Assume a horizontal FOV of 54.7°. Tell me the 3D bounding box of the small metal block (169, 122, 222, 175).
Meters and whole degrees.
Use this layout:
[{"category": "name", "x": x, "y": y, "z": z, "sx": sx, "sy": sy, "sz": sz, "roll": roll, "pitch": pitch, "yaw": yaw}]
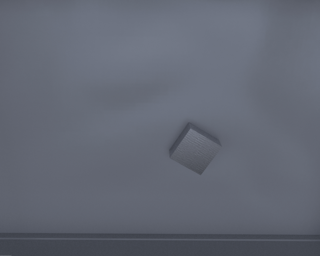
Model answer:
[{"category": "small metal block", "x": 0.048, "y": 0.028, "z": 0.422, "sx": 0.050, "sy": 0.025, "sz": 0.050, "roll": 30, "pitch": 107, "yaw": -11}]
